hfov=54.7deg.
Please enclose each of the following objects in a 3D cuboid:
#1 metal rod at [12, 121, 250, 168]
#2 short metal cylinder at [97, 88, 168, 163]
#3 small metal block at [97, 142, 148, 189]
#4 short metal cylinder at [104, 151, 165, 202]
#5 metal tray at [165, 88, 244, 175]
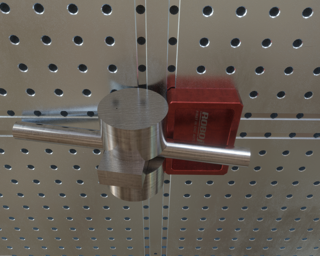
[{"bbox_3d":[-0.040,0.020,0.397,0.302,0.025,0.025,7,131,6],"label":"metal rod"},{"bbox_3d":[-0.031,-0.005,0.369,0.081,0.080,0.050,1,130,-1],"label":"short metal cylinder"},{"bbox_3d":[-0.042,0.043,0.368,0.050,0.050,0.025,6,130,6],"label":"small metal block"},{"bbox_3d":[-0.034,0.052,0.418,0.081,0.080,0.050,1,130,-1],"label":"short metal cylinder"},{"bbox_3d":[0.053,0.009,0.417,0.091,0.030,0.129,1,130,-1],"label":"metal tray"}]
